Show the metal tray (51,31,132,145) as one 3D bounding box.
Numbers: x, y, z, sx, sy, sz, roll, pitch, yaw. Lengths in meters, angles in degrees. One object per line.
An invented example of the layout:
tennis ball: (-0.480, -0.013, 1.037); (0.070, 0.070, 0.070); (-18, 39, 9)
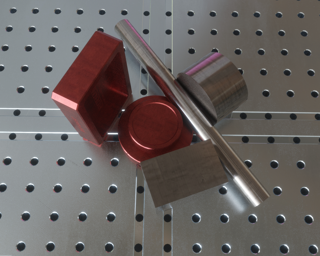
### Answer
metal tray: (-0.073, -0.040, 0.370); (0.030, 0.130, 0.090); (26, 72, 9)

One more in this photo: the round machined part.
round machined part: (-0.006, 0.001, 0.402); (0.099, 0.042, 0.098); (0, 70, -1)

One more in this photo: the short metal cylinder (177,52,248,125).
short metal cylinder: (0.066, -0.050, 0.400); (0.050, 0.080, 0.080); (-35, 74, -12)

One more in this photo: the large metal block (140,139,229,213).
large metal block: (0.025, 0.059, 0.361); (0.081, 0.080, 0.050); (-18, 71, -7)

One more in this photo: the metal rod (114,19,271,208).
metal rod: (0.032, -0.030, 0.401); (0.025, 0.025, 0.299); (-34, 74, -12)
